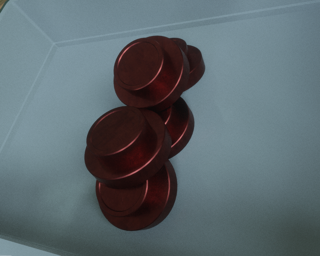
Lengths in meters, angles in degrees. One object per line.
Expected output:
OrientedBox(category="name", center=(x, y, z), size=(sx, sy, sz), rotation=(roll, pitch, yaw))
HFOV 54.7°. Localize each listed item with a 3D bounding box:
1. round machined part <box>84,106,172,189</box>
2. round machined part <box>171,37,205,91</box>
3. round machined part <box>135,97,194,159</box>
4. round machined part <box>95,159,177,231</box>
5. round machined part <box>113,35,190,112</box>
OrientedBox(category="round machined part", center=(-0.040, 0.014, 0.340), size=(0.098, 0.042, 0.098), rotation=(-14, 45, 15))
OrientedBox(category="round machined part", center=(0.010, -0.089, 0.429), size=(0.098, 0.042, 0.098), rotation=(-14, 40, 13))
OrientedBox(category="round machined part", center=(-0.009, -0.008, 0.402), size=(0.098, 0.042, 0.098), rotation=(-13, 55, 20))
OrientedBox(category="round machined part", center=(-0.034, 0.066, 0.352), size=(0.098, 0.042, 0.098), rotation=(-8, 73, 26))
OrientedBox(category="round machined part", center=(-0.017, -0.070, 0.379), size=(0.098, 0.042, 0.098), rotation=(-9, 70, 26))
